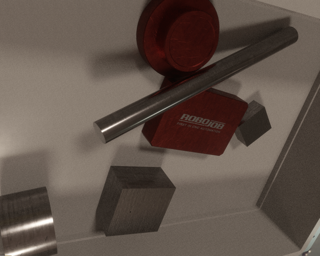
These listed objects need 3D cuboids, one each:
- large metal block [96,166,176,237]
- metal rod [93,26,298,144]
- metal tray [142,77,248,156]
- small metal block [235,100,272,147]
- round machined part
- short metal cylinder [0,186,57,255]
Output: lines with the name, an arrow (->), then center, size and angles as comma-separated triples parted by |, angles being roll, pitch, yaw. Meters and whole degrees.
large metal block -> -0.035, 0.102, 0.438 | 0.081, 0.050, 0.079 | 6, 115, -32
metal rod -> 0.060, -0.062, 0.372 | 0.302, 0.025, 0.025 | -29, 129, -23
metal tray -> 0.050, -0.013, 0.427 | 0.131, 0.030, 0.089 | 11, 113, -33
small metal block -> 0.142, -0.007, 0.484 | 0.050, 0.025, 0.050 | -37, 130, -4
round machined part -> 0.027, -0.102, 0.350 | 0.099, 0.042, 0.097 | -14, 125, -21
short metal cylinder -> -0.153, 0.113, 0.360 | 0.050, 0.080, 0.079 | -9, 123, -24
